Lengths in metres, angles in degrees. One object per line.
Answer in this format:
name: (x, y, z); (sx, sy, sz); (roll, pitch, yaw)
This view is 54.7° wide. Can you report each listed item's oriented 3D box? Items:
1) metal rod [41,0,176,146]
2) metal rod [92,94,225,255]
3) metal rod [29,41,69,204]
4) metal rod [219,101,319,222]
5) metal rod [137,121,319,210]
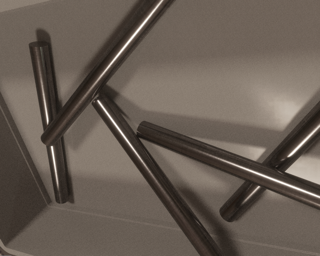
metal rod: (-0.080, -0.064, 0.395); (0.025, 0.025, 0.299); (46, 124, -4)
metal rod: (0.005, 0.078, 0.400); (0.299, 0.025, 0.025); (53, 130, 11)
metal rod: (-0.175, 0.010, 0.504); (0.025, 0.025, 0.298); (17, 125, 18)
metal rod: (0.150, 0.017, 0.340); (0.025, 0.025, 0.298); (33, 129, 6)
metal rod: (0.102, 0.048, 0.355); (0.300, 0.025, 0.025); (20, 127, 26)
